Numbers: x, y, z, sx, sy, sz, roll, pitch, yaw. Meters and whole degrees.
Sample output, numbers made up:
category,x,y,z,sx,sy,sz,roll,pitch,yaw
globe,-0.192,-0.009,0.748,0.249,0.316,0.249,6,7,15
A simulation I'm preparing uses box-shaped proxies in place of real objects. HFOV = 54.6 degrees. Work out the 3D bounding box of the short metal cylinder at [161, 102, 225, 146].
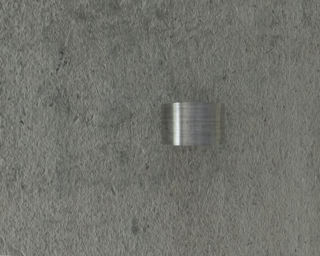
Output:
category,x,y,z,sx,sy,sz,roll,pitch,yaw
short metal cylinder,0.042,-0.005,0.395,0.081,0.080,0.050,-1,91,-20
